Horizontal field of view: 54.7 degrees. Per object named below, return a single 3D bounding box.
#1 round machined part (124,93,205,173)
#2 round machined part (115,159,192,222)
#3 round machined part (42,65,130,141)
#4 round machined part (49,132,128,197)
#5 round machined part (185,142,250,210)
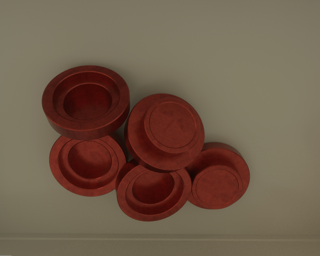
[{"bbox_3d":[0.009,0.002,0.372,0.099,0.042,0.098,6,70,-16],"label":"round machined part"},{"bbox_3d":[-0.011,0.074,0.415,0.099,0.042,0.097,-6,117,-12],"label":"round machined part"},{"bbox_3d":[-0.085,-0.026,0.371,0.099,0.098,0.042,3,146,-2],"label":"round machined part"},{"bbox_3d":[-0.091,0.039,0.413,0.099,0.042,0.097,0,110,-1],"label":"round machined part"},{"bbox_3d":[0.076,0.072,0.428,0.099,0.042,0.097,0,110,-1],"label":"round machined part"}]
